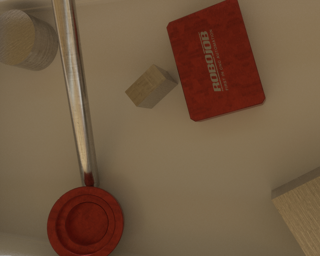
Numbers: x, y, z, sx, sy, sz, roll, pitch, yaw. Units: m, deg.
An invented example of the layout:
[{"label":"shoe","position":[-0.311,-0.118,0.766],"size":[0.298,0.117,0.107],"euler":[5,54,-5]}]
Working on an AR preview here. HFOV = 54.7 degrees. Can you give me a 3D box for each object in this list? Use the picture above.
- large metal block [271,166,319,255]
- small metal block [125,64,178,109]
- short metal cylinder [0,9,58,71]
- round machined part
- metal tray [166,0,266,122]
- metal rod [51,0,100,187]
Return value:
[{"label":"large metal block","position":[0.179,0.090,0.334],"size":[0.080,0.050,0.080],"euler":[-33,80,16]},{"label":"small metal block","position":[-0.010,-0.052,0.400],"size":[0.050,0.050,0.025],"euler":[-42,77,15]},{"label":"short metal cylinder","position":[-0.203,-0.130,0.467],"size":[0.080,0.050,0.079],"euler":[0,90,19]},{"label":"round machined part","position":[-0.098,0.129,0.422],"size":[0.099,0.042,0.098],"euler":[1,77,-3]},{"label":"metal tray","position":[0.069,-0.080,0.383],"size":[0.090,0.030,0.129],"euler":[-16,85,19]},{"label":"metal rod","position":[-0.104,-0.052,0.382],"size":[0.025,0.025,0.298],"euler":[8,117,19]}]
